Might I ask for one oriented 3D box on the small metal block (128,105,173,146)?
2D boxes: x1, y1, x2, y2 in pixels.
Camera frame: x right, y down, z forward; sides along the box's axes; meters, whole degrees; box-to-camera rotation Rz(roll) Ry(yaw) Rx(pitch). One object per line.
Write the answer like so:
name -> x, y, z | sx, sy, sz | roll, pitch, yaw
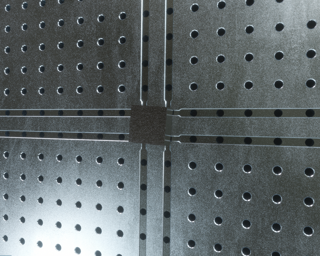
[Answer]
small metal block -> -0.012, -0.004, 0.416 | 0.050, 0.025, 0.050 | 5, 92, 19
